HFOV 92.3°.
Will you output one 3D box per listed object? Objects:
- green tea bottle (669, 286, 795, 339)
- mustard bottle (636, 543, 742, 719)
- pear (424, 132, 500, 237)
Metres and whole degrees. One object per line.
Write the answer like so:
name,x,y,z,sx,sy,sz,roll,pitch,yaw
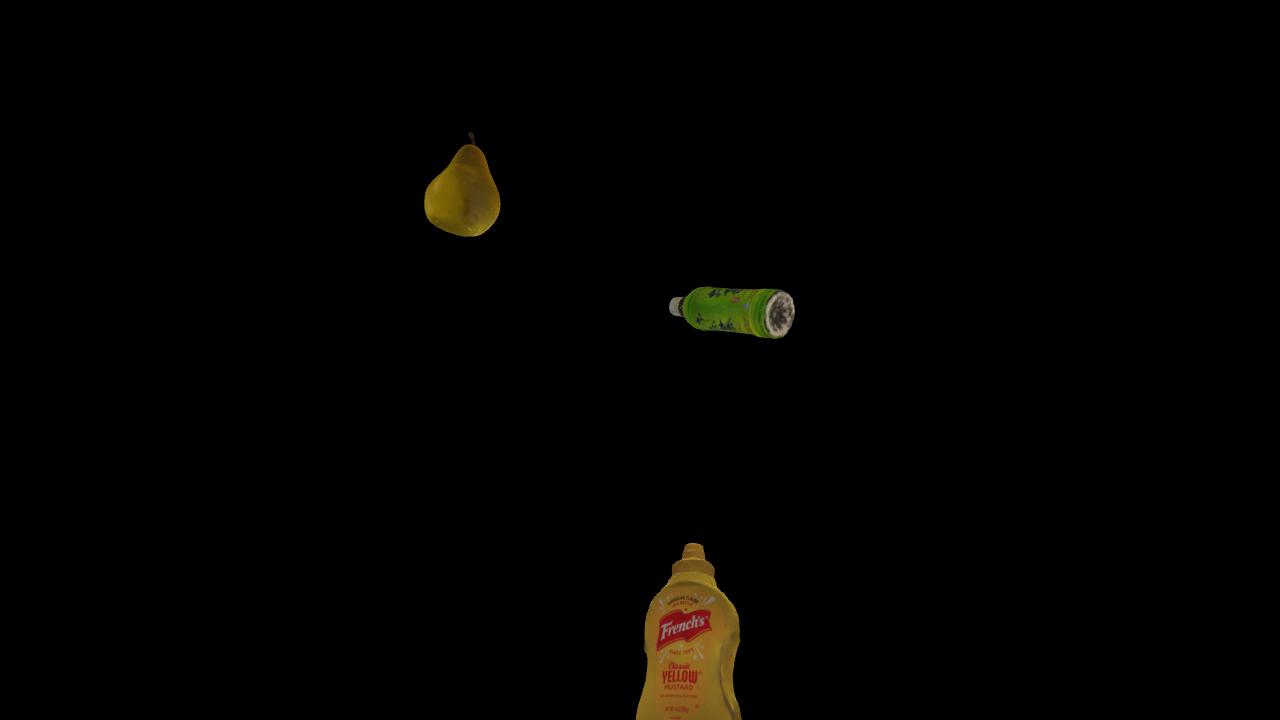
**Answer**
green tea bottle,0.126,-0.074,0.917,0.073,0.073,0.212,0,5,-39
mustard bottle,0.046,0.255,0.560,0.092,0.184,0.054,-18,-47,26
pear,-0.178,-0.187,0.643,0.080,0.111,0.080,16,-5,1
